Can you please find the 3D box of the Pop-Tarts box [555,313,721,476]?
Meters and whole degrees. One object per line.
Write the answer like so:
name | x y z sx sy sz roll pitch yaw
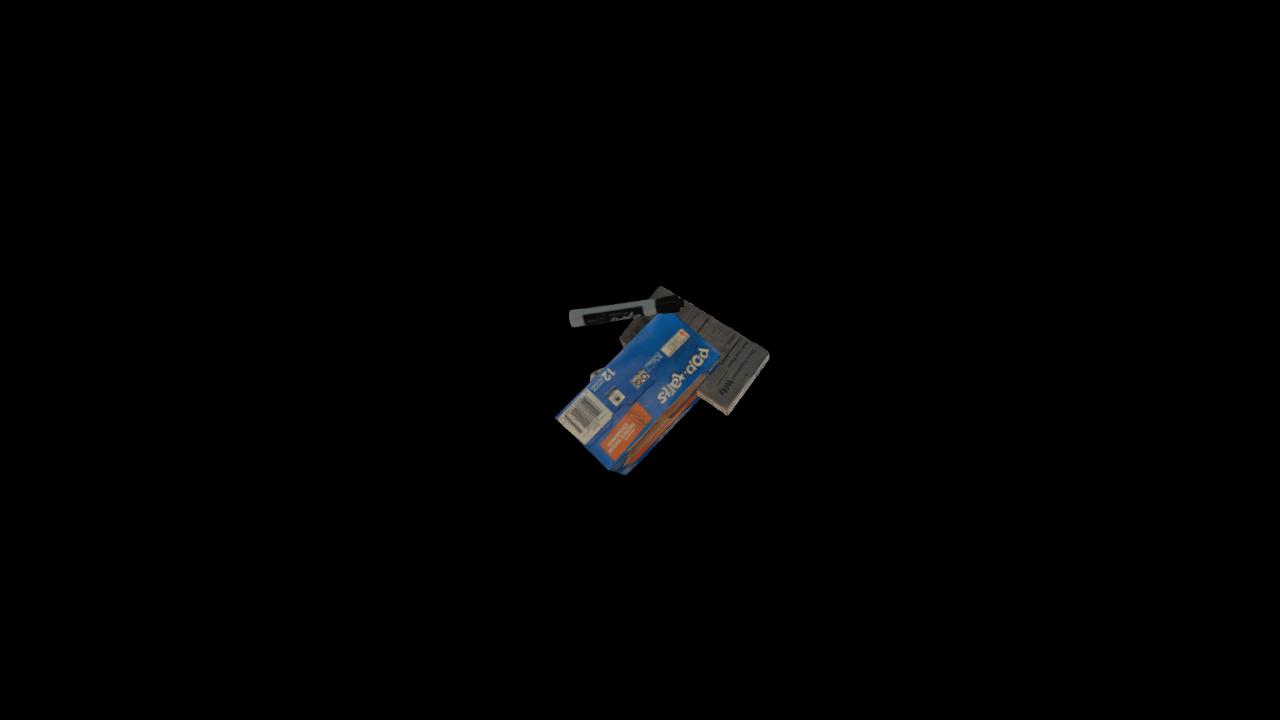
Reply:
Pop-Tarts box | 0.005 0.042 0.692 0.083 0.167 0.141 44 -6 13

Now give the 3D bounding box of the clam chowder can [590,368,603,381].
clam chowder can | -0.001 0.027 0.745 0.102 0.068 0.068 -22 8 -19

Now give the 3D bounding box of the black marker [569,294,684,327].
black marker | -0.014 -0.051 0.640 0.121 0.020 0.020 -7 -1 11

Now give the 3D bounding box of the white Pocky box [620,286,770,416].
white Pocky box | 0.060 -0.013 0.699 0.154 0.084 0.028 34 -11 21
